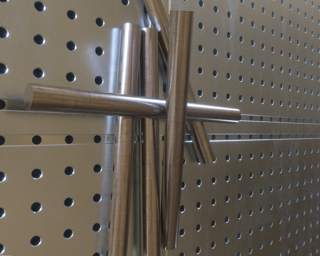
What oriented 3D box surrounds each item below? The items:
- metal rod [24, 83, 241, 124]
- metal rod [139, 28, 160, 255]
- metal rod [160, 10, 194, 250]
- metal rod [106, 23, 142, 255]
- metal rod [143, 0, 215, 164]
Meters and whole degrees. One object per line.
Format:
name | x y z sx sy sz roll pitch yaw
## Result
metal rod | -0.002 -0.023 0.374 0.302 0.025 0.025 2 89 -40
metal rod | -0.013 0.024 0.399 0.025 0.025 0.298 -1 91 -40
metal rod | 0.017 0.018 0.372 0.025 0.025 0.298 -15 116 -39
metal rod | -0.044 0.024 0.373 0.025 0.025 0.298 6 86 -40
metal rod | 0.022 -0.086 0.429 0.025 0.025 0.298 -33 111 -35
